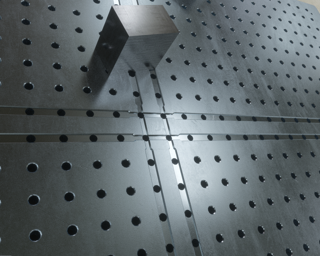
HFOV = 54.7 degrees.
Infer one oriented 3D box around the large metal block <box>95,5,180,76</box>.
[{"bbox_3d":[-0.033,-0.122,0.430,0.081,0.080,0.050,-17,71,-35],"label":"large metal block"}]
